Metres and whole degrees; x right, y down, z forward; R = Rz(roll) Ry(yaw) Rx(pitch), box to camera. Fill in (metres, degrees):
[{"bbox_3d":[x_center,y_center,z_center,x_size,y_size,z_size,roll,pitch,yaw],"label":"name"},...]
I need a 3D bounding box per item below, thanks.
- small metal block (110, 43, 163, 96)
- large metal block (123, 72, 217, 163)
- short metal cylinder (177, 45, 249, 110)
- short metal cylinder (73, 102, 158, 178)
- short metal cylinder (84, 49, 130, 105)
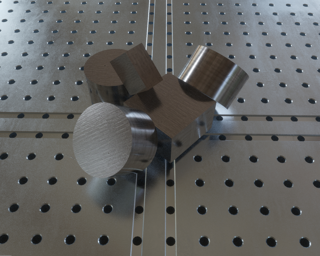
[{"bbox_3d":[-0.030,-0.071,0.382,0.025,0.050,0.050,-38,16,-25],"label":"small metal block"},{"bbox_3d":[0.012,-0.016,0.397,0.080,0.050,0.080,37,59,26],"label":"large metal block"},{"bbox_3d":[0.070,-0.067,0.415,0.080,0.080,0.050,36,97,26],"label":"short metal cylinder"},{"bbox_3d":[-0.050,0.014,0.347,0.080,0.050,0.080,-2,85,29],"label":"short metal cylinder"},{"bbox_3d":[-0.064,-0.069,0.444,0.081,0.050,0.080,0,50,0],"label":"short metal cylinder"}]
